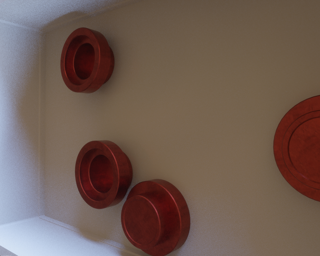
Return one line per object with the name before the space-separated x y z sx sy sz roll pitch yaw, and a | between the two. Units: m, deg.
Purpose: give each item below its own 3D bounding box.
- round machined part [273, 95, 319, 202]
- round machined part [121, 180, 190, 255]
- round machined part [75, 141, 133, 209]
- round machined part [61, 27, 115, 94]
round machined part | 0.149 0.019 0.273 0.098 0.042 0.097 0 90 39
round machined part | -0.013 0.118 0.404 0.098 0.042 0.097 0 90 39
round machined part | -0.079 0.067 0.458 0.098 0.042 0.097 0 90 39
round machined part | -0.109 -0.102 0.483 0.098 0.042 0.097 0 90 39
